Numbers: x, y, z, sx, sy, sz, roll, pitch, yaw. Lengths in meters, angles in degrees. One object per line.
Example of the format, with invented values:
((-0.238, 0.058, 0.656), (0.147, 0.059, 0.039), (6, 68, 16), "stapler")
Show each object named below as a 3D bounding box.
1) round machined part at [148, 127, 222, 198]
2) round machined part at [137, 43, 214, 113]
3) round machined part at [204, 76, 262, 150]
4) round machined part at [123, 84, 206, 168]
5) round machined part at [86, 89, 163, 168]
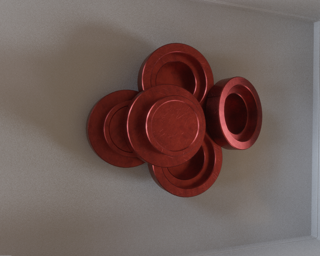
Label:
((0.030, 0.039, 0.412), (0.099, 0.042, 0.097), (0, 90, -21), "round machined part")
((0.017, -0.058, 0.407), (0.099, 0.042, 0.097), (0, 90, -21), "round machined part")
((0.095, -0.019, 0.425), (0.099, 0.042, 0.097), (3, 86, -41), "round machined part")
((0.010, -0.003, 0.358), (0.099, 0.042, 0.097), (0, 90, -21), "round machined part")
((-0.039, 0.001, 0.384), (0.099, 0.042, 0.097), (0, 90, -21), "round machined part")
